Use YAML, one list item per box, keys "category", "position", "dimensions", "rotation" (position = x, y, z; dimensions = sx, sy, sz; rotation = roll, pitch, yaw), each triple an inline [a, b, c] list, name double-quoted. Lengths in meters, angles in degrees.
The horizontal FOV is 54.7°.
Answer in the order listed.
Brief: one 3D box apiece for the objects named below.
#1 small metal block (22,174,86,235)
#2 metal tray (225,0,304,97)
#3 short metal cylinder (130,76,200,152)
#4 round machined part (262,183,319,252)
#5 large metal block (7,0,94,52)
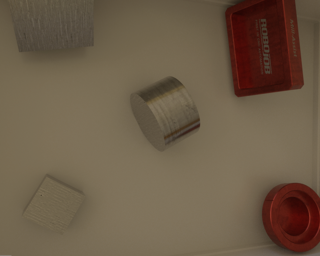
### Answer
- category: "small metal block"
  position: [-0.125, 0.089, 0.365]
  dimensions: [0.050, 0.025, 0.050]
  rotation: [32, 79, -18]
- category: "metal tray"
  position: [0.141, -0.112, 0.427]
  dimensions: [0.030, 0.090, 0.129]
  rotation: [-10, 94, -38]
- category: "short metal cylinder"
  position: [0.005, -0.018, 0.384]
  dimensions: [0.050, 0.080, 0.080]
  rotation: [-29, 100, -18]
- category: "round machined part"
  position: [0.196, 0.133, 0.470]
  dimensions: [0.099, 0.042, 0.098]
  rotation: [4, 77, -17]
- category: "large metal block"
  position: [-0.117, -0.132, 0.331]
  dimensions: [0.081, 0.079, 0.050]
  rotation: [-11, 54, -20]
